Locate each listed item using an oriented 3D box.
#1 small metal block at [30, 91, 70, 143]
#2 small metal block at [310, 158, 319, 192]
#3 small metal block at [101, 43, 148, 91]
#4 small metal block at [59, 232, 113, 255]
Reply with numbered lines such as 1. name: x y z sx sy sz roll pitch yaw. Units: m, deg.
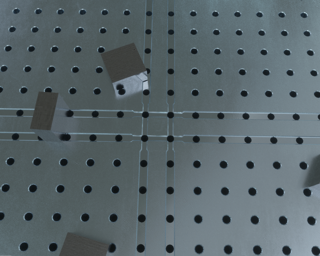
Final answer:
1. small metal block: -0.141 -0.013 0.403 0.025 0.050 0.050 4 70 2
2. small metal block: 0.227 0.061 0.391 0.050 0.025 0.050 25 72 9
3. small metal block: -0.051 -0.087 0.444 0.050 0.025 0.050 -21 71 -8
4. small metal block: -0.088 0.152 0.356 0.050 0.025 0.050 15 71 5
